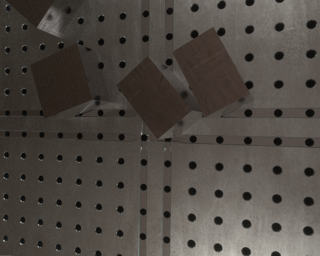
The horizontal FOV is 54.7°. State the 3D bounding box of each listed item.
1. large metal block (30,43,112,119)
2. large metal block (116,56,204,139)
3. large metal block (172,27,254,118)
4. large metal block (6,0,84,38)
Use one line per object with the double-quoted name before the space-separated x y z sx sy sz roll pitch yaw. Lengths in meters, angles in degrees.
"large metal block" -0.127 -0.063 0.442 0.080 0.050 0.080 -19 84 18
"large metal block" 0.005 -0.034 0.381 0.050 0.080 0.080 -41 78 15
"large metal block" 0.065 -0.059 0.360 0.050 0.080 0.080 -29 81 17
"large metal block" -0.168 -0.196 0.457 0.080 0.050 0.080 42 103 15
